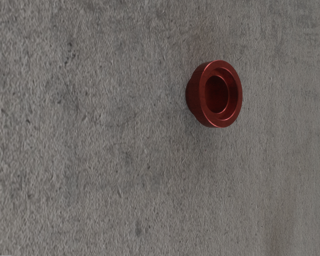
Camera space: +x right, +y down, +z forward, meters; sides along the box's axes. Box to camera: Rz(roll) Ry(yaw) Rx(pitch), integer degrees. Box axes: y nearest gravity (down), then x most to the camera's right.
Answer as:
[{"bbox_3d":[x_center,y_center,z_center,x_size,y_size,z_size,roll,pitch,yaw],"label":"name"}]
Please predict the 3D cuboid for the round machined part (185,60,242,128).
[{"bbox_3d":[0.076,-0.049,0.460,0.099,0.042,0.097,0,90,-40],"label":"round machined part"}]
